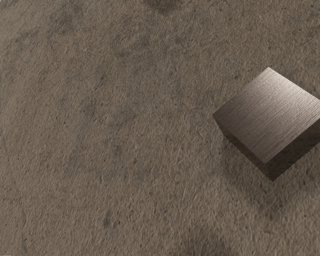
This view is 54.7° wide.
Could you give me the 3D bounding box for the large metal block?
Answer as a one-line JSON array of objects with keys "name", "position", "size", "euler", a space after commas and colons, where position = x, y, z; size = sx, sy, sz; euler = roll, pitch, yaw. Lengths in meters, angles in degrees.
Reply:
[{"name": "large metal block", "position": [0.117, -0.005, 0.329], "size": [0.080, 0.050, 0.080], "euler": [-40, 51, 0]}]
